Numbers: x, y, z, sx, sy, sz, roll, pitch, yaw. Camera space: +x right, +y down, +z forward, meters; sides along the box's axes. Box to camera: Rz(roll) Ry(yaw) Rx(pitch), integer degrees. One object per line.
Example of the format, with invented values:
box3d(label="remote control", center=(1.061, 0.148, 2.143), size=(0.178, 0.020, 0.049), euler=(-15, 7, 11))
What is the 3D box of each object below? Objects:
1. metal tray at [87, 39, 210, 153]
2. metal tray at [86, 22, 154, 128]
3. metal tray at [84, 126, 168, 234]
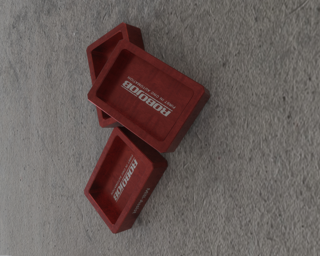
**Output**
box3d(label="metal tray", center=(-0.017, -0.040, 0.382), size=(0.130, 0.030, 0.090), euler=(35, 98, 20))
box3d(label="metal tray", center=(-0.059, -0.073, 0.450), size=(0.090, 0.030, 0.129), euler=(-19, 78, 38))
box3d(label="metal tray", center=(-0.054, 0.073, 0.445), size=(0.090, 0.030, 0.129), euler=(43, 116, 31))
